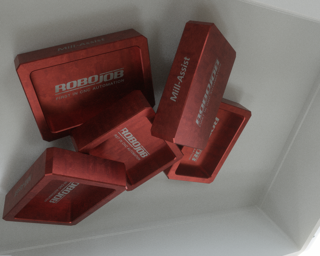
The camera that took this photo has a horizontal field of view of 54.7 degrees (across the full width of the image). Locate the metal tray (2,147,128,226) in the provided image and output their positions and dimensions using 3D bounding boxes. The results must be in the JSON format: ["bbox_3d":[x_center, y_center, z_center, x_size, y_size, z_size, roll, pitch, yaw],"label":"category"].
[{"bbox_3d":[-0.109,0.073,0.352,0.091,0.030,0.129,19,137,-36],"label":"metal tray"}]

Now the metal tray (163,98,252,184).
[{"bbox_3d":[0.065,0.018,0.452,0.091,0.030,0.129,13,112,-34],"label":"metal tray"}]

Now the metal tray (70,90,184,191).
[{"bbox_3d":[-0.032,0.022,0.373,0.090,0.030,0.130,-33,144,2],"label":"metal tray"}]

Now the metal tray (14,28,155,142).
[{"bbox_3d":[-0.074,-0.047,0.334,0.131,0.030,0.089,-19,126,-18],"label":"metal tray"}]

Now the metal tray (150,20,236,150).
[{"bbox_3d":[0.043,-0.043,0.357,0.090,0.030,0.129,18,90,-59],"label":"metal tray"}]
